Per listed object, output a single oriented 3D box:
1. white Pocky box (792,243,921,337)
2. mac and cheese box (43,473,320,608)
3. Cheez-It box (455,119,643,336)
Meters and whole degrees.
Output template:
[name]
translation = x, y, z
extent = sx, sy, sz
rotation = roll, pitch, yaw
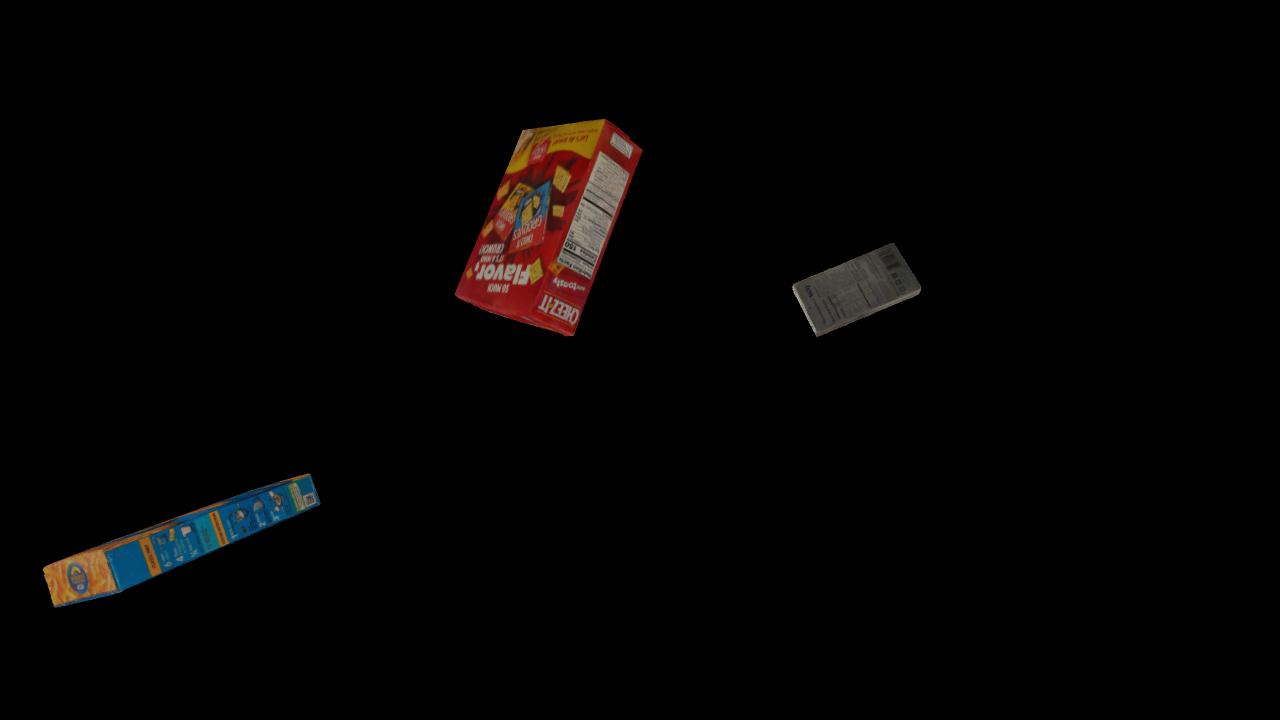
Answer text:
[white Pocky box]
translation = 0.305, -0.100, 0.871
extent = 0.154, 0.084, 0.028
rotation = -23, -22, 5
[mac and cheese box]
translation = -0.404, 0.158, 0.562
extent = 0.093, 0.041, 0.184
rotation = -16, 2, 22
[Cheez-It box]
translation = -0.106, -0.151, 0.696
extent = 0.166, 0.223, 0.071
rotation = 16, -6, 46
